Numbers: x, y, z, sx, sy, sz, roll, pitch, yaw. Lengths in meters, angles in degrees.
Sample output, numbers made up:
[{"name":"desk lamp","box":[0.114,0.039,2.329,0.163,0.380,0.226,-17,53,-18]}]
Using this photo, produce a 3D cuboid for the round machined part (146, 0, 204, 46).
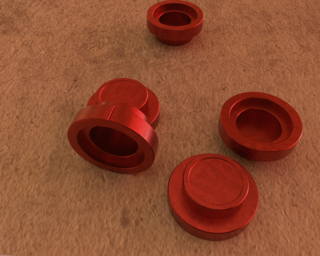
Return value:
[{"name":"round machined part","box":[0.026,-0.182,0.545,0.099,0.042,0.098,0,50,0]}]

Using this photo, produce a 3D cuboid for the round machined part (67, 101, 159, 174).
[{"name":"round machined part","box":[-0.049,0.007,0.349,0.098,0.097,0.042,10,51,8]}]

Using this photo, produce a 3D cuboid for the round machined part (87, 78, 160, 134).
[{"name":"round machined part","box":[-0.050,-0.030,0.417,0.099,0.042,0.098,0,50,0]}]

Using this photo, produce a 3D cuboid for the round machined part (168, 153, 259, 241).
[{"name":"round machined part","box":[0.058,0.067,0.337,0.099,0.042,0.098,0,50,0]}]

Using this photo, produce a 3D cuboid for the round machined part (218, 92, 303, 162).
[{"name":"round machined part","box":[0.122,0.003,0.392,0.099,0.042,0.098,0,50,0]}]
